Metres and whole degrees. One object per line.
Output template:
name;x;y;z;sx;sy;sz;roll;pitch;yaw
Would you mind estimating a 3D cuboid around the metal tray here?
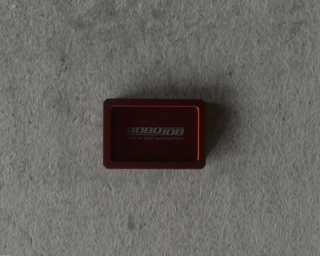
metal tray;-0.007;0.008;0.407;0.131;0.030;0.089;0;90;-1
